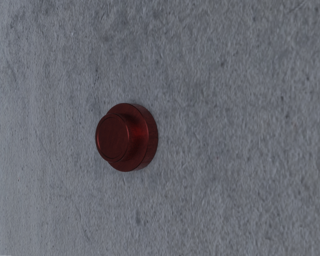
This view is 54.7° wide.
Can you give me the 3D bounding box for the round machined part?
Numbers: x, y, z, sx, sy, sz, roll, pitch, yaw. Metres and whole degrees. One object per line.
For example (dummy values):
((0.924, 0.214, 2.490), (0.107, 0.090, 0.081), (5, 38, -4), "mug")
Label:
((-0.053, 0.013, 0.436), (0.098, 0.042, 0.097), (0, 90, 39), "round machined part")
